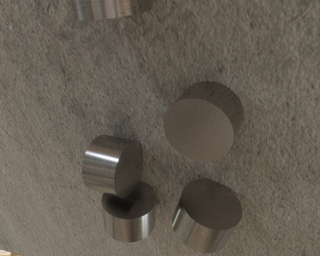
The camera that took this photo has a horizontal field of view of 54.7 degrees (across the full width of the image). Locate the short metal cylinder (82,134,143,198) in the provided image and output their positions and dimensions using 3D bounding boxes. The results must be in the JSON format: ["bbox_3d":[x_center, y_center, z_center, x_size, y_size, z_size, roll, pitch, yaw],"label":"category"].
[{"bbox_3d":[-0.064,0.053,0.436,0.050,0.080,0.079,11,123,22],"label":"short metal cylinder"}]

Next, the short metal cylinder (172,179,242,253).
[{"bbox_3d":[0.061,0.115,0.409,0.080,0.080,0.050,24,127,13],"label":"short metal cylinder"}]

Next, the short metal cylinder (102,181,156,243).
[{"bbox_3d":[-0.046,0.124,0.471,0.080,0.080,0.050,15,125,19],"label":"short metal cylinder"}]

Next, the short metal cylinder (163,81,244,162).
[{"bbox_3d":[0.051,-0.008,0.358,0.080,0.050,0.079,13,124,20],"label":"short metal cylinder"}]

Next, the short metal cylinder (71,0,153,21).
[{"bbox_3d":[-0.050,-0.141,0.309,0.080,0.080,0.050,6,121,24],"label":"short metal cylinder"}]
